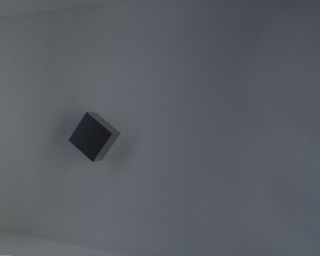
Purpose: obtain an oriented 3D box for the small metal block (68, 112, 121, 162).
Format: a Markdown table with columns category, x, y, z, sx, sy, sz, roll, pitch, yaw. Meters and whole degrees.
| category | x | y | z | sx | sy | sz | roll | pitch | yaw |
| --- | --- | --- | --- | --- | --- | --- | --- | --- | --- |
| small metal block | -0.094 | 0.012 | 0.442 | 0.050 | 0.025 | 0.050 | 38 | 102 | 15 |
